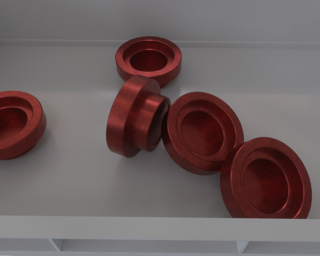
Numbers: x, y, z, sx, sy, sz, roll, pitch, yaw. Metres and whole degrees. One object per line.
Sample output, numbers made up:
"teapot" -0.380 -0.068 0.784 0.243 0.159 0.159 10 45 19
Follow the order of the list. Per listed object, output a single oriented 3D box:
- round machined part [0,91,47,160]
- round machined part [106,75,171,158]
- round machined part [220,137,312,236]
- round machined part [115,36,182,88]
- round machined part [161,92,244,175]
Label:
"round machined part" -0.194 0.001 0.392 0.099 0.042 0.098 0 50 0
"round machined part" -0.019 -0.010 0.366 0.042 0.097 0.098 20 53 16
"round machined part" 0.105 0.062 0.325 0.099 0.042 0.098 7 70 -20
"round machined part" -0.017 -0.095 0.473 0.099 0.042 0.098 0 50 0
"round machined part" 0.047 0.009 0.370 0.099 0.042 0.098 9 65 -19
